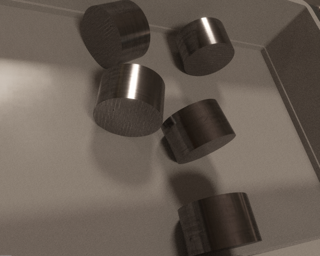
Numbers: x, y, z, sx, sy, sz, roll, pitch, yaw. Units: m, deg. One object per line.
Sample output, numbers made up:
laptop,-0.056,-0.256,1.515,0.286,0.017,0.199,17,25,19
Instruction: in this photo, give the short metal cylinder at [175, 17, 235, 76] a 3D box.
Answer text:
short metal cylinder,0.070,-0.126,0.487,0.081,0.080,0.050,-2,63,-29

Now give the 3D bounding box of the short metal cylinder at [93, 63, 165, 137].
short metal cylinder,-0.035,-0.031,0.372,0.081,0.080,0.050,17,55,-19

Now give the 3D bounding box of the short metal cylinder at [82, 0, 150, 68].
short metal cylinder,-0.059,-0.127,0.417,0.050,0.080,0.080,-31,79,-38

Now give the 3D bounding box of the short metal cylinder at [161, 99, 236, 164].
short metal cylinder,0.048,0.006,0.395,0.081,0.080,0.050,-14,69,-34

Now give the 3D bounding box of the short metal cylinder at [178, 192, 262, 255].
short metal cylinder,0.064,0.108,0.341,0.081,0.080,0.050,2,61,-28
